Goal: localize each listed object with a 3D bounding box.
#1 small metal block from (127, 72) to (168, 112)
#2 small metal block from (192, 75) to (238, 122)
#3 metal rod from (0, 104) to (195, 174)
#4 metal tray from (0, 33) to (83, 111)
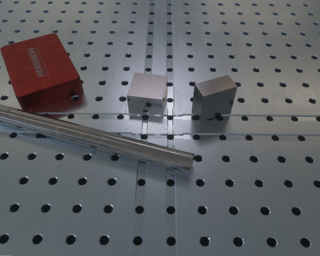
[{"bbox_3d":[-0.017,-0.053,0.452,0.050,0.025,0.050,7,50,6],"label":"small metal block"},{"bbox_3d":[0.074,-0.040,0.425,0.050,0.050,0.025,-18,52,-14],"label":"small metal block"},{"bbox_3d":[-0.105,0.008,0.399,0.301,0.025,0.025,14,51,11],"label":"metal rod"},{"bbox_3d":[-0.185,-0.091,0.480,0.091,0.030,0.130,-22,53,-18],"label":"metal tray"}]
